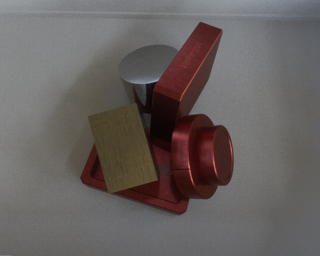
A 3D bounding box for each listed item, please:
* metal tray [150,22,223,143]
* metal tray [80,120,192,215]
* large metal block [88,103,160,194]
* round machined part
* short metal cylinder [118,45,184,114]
[{"bbox_3d":[0.032,-0.056,0.378,0.030,0.089,0.130,24,56,11],"label":"metal tray"},{"bbox_3d":[-0.020,0.046,0.387,0.131,0.030,0.090,16,71,6],"label":"metal tray"},{"bbox_3d":[-0.036,0.022,0.346,0.050,0.080,0.080,-16,87,0],"label":"large metal block"},{"bbox_3d":[0.054,0.032,0.355,0.042,0.098,0.098,-6,67,30],"label":"round machined part"},{"bbox_3d":[-0.008,-0.064,0.402,0.080,0.050,0.080,-7,47,8],"label":"short metal cylinder"}]
